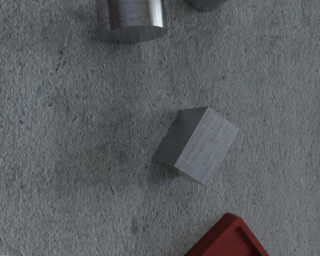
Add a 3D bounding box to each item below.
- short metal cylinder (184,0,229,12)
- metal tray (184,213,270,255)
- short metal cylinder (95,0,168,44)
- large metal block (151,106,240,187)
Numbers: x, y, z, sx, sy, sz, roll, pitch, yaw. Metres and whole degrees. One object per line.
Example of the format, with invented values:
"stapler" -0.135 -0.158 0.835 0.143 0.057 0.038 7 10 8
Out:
"short metal cylinder" 0.070 -0.207 0.421 0.081 0.050 0.080 0 90 -20
"metal tray" 0.085 0.197 0.438 0.130 0.030 0.090 -40 103 -16
"short metal cylinder" -0.034 -0.135 0.367 0.081 0.080 0.050 -8 93 -20
"large metal block" 0.042 0.021 0.396 0.050 0.080 0.080 34 79 -17
